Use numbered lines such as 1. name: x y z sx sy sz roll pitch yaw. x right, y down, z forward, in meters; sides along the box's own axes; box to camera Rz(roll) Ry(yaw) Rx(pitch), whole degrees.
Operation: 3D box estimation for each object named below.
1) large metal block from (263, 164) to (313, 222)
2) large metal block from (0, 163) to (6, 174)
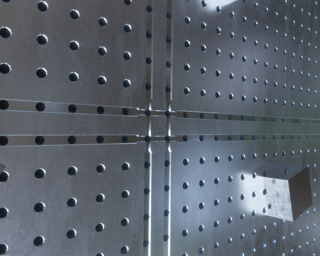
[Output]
1. large metal block: 0.248 0.122 0.599 0.081 0.050 0.080 -18 102 -38
2. large metal block: -0.185 0.042 0.237 0.080 0.050 0.080 42 65 -32
